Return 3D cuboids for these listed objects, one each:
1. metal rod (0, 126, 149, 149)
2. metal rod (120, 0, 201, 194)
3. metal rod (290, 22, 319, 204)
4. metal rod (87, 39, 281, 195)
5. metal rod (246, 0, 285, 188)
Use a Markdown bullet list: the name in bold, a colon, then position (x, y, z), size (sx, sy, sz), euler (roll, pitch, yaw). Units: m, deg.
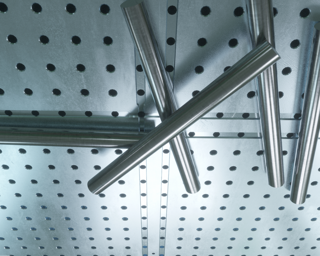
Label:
- **metal rod**: position (-0.157, 0.012, 0.419), size (0.302, 0.025, 0.025), euler (2, 130, -3)
- **metal rod**: position (0.013, -0.015, 0.399), size (0.025, 0.025, 0.299), euler (-12, 130, 10)
- **metal rod**: position (0.202, 0.005, 0.418), size (0.025, 0.025, 0.298), euler (-8, 130, 6)
- **metal rod**: position (0.010, 0.003, 0.379), size (0.025, 0.025, 0.299), euler (36, 121, -27)
- **metal rod**: position (0.138, -0.025, 0.392), size (0.025, 0.025, 0.299), euler (-13, 129, 11)
